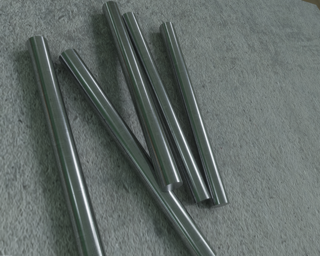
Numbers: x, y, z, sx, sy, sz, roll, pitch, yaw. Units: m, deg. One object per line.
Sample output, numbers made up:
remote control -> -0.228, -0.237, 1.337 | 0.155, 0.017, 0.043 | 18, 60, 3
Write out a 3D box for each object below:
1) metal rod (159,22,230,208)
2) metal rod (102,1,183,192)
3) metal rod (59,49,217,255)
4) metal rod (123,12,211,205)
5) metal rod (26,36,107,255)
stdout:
metal rod -> 0.043, -0.035, 0.449 | 0.025, 0.025, 0.299 | 1, 61, -28
metal rod -> -0.032, -0.060, 0.407 | 0.025, 0.025, 0.299 | -2, 58, -30
metal rod -> -0.033, 0.027, 0.370 | 0.025, 0.025, 0.299 | -28, 77, -37
metal rod -> 0.001, -0.041, 0.430 | 0.025, 0.025, 0.299 | -8, 66, -32
metal rod -> -0.102, 0.024, 0.334 | 0.025, 0.025, 0.299 | -8, 66, -32
